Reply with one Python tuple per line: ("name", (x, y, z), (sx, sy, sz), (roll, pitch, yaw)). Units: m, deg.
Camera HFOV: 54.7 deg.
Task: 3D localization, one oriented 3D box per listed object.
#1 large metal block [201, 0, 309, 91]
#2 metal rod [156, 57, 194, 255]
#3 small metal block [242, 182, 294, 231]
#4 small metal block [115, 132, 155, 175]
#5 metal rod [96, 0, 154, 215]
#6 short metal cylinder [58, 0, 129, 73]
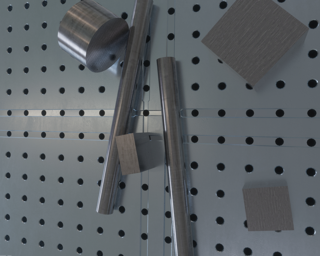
("large metal block", (0.109, -0.101, 0.361), (0.080, 0.050, 0.080), (45, 104, 14))
("metal rod", (0.022, 0.058, 0.404), (0.025, 0.025, 0.298), (-6, 88, 20))
("small metal block", (0.128, 0.093, 0.367), (0.050, 0.025, 0.050), (-8, 87, 19))
("small metal block", (-0.032, 0.033, 0.410), (0.025, 0.050, 0.050), (-12, 86, 20))
("metal rod", (-0.050, -0.028, 0.430), (0.025, 0.025, 0.298), (12, 94, 19))
("short metal cylinder", (-0.087, -0.122, 0.414), (0.050, 0.080, 0.080), (36, 102, 16))
